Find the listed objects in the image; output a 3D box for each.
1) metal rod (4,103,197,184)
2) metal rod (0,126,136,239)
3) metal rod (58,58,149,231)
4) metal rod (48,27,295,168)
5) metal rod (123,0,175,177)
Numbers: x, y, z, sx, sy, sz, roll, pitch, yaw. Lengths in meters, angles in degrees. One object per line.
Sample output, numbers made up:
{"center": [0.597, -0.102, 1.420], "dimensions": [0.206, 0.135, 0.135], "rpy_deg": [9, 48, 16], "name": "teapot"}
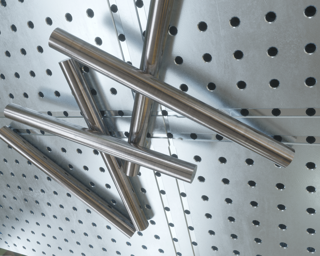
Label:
{"center": [-0.094, 0.016, 0.434], "dimensions": [0.301, 0.025, 0.025], "rpy_deg": [17, 125, 17], "name": "metal rod"}
{"center": [-0.166, 0.095, 0.554], "dimensions": [0.300, 0.025, 0.025], "rpy_deg": [37, 129, 3], "name": "metal rod"}
{"center": [-0.078, 0.037, 0.473], "dimensions": [0.025, 0.025, 0.298], "rpy_deg": [-6, 116, 30], "name": "metal rod"}
{"center": [0.013, -0.034, 0.355], "dimensions": [0.301, 0.025, 0.025], "rpy_deg": [27, 128, 0], "name": "metal rod"}
{"center": [-0.016, -0.053, 0.385], "dimensions": [0.025, 0.025, 0.298], "rpy_deg": [23, 127, 14], "name": "metal rod"}
